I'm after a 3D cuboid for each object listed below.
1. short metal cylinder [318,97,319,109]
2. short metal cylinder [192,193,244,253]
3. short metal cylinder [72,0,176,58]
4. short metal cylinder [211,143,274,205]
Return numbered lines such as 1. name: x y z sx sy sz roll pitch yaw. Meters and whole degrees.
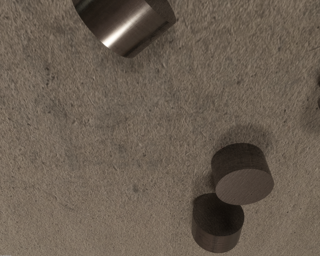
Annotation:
1. short metal cylinder: 0.228 -0.035 0.345 0.081 0.080 0.050 6 130 -5
2. short metal cylinder: 0.092 0.153 0.503 0.081 0.080 0.050 -1 130 0
3. short metal cylinder: -0.031 -0.110 0.277 0.050 0.080 0.080 -34 123 25
4. short metal cylinder: 0.118 0.068 0.450 0.081 0.050 0.079 0 130 0
